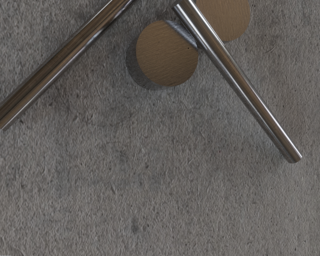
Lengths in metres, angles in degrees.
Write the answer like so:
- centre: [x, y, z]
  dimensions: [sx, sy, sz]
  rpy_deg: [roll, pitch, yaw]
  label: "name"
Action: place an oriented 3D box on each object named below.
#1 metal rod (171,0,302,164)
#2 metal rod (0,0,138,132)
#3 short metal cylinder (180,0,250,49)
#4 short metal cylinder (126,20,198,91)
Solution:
- centre: [0.117, -0.051, 0.423]
  dimensions: [0.300, 0.025, 0.025]
  rpy_deg: [46, 76, -26]
  label: "metal rod"
- centre: [-0.086, -0.115, 0.376]
  dimensions: [0.025, 0.025, 0.300]
  rpy_deg: [44, 76, -15]
  label: "metal rod"
- centre: [0.074, -0.152, 0.423]
  dimensions: [0.081, 0.050, 0.079]
  rpy_deg: [0, 90, -20]
  label: "short metal cylinder"
- centre: [0.001, -0.090, 0.396]
  dimensions: [0.081, 0.050, 0.079]
  rpy_deg: [0, 90, -20]
  label: "short metal cylinder"
